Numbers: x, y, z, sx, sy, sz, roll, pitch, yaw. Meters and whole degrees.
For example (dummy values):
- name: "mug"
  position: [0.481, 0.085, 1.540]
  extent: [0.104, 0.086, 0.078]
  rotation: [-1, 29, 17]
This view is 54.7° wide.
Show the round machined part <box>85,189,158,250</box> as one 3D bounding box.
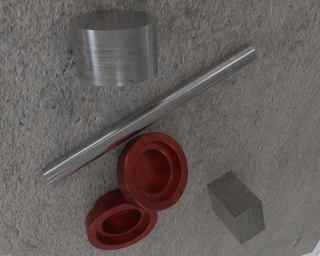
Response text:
- name: "round machined part"
  position: [-0.056, 0.124, 0.437]
  extent: [0.099, 0.042, 0.097]
  rotation: [-14, 130, -16]

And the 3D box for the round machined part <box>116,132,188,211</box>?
- name: "round machined part"
  position: [-0.014, 0.056, 0.403]
  extent: [0.099, 0.042, 0.097]
  rotation: [7, 79, -36]

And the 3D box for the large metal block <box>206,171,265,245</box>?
- name: "large metal block"
  position: [0.128, 0.134, 0.524]
  extent: [0.050, 0.080, 0.080]
  rotation: [-29, 128, -10]

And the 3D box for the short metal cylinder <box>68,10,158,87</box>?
- name: "short metal cylinder"
  position: [-0.043, -0.079, 0.299]
  extent: [0.081, 0.080, 0.050]
  rotation: [-14, 125, -21]

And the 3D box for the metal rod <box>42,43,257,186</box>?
- name: "metal rod"
  position: [-0.007, -0.021, 0.389]
  extent: [0.301, 0.025, 0.025]
  rotation: [-32, 129, -8]
